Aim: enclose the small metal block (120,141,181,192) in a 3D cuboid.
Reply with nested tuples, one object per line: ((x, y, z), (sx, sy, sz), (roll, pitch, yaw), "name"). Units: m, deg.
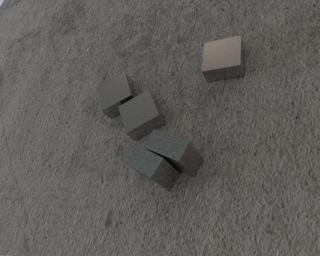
((-0.011, 0.046, 0.365), (0.050, 0.050, 0.025), (25, 76, 36), "small metal block")

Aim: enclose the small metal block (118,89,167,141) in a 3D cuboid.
((-0.025, -0.018, 0.428), (0.050, 0.025, 0.050), (-29, 52, 9), "small metal block")

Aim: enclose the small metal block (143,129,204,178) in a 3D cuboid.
((0.017, 0.030, 0.361), (0.050, 0.050, 0.025), (19, 72, 35), "small metal block")

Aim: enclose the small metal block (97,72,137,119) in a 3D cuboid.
((-0.063, -0.049, 0.467), (0.050, 0.025, 0.050), (-27, 52, 11), "small metal block")

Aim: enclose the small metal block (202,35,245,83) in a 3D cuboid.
((0.086, -0.092, 0.415), (0.050, 0.025, 0.050), (-6, 59, 25), "small metal block")
